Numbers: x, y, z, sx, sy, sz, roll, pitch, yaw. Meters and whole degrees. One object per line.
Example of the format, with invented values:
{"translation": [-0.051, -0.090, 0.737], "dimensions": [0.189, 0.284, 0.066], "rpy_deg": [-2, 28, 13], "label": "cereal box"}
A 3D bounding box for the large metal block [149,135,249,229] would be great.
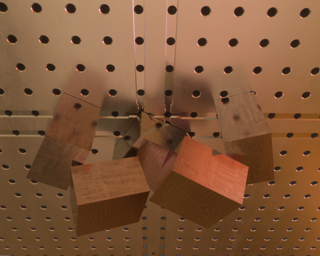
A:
{"translation": [0.043, 0.066, 0.361], "dimensions": [0.080, 0.050, 0.080], "rpy_deg": [27, 140, -3], "label": "large metal block"}

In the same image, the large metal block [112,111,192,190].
{"translation": [-0.011, 0.035, 0.424], "dimensions": [0.080, 0.050, 0.080], "rpy_deg": [26, 125, -21], "label": "large metal block"}

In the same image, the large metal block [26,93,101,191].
{"translation": [-0.119, 0.017, 0.388], "dimensions": [0.050, 0.080, 0.080], "rpy_deg": [24, 126, -19], "label": "large metal block"}

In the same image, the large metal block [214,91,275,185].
{"translation": [0.105, 0.014, 0.389], "dimensions": [0.050, 0.080, 0.080], "rpy_deg": [-13, 129, 10], "label": "large metal block"}

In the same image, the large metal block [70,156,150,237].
{"translation": [-0.065, 0.084, 0.380], "dimensions": [0.081, 0.050, 0.079], "rpy_deg": [-7, 141, -22], "label": "large metal block"}
